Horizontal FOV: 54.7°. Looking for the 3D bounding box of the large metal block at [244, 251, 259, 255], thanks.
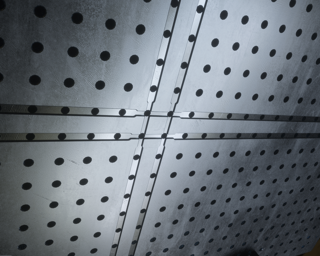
[{"bbox_3d":[0.198,0.344,0.716,0.081,0.050,0.079,-13,124,-21],"label":"large metal block"}]
